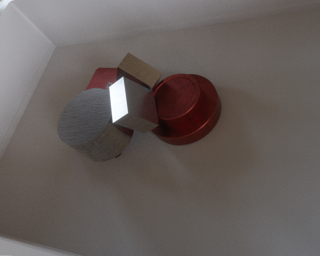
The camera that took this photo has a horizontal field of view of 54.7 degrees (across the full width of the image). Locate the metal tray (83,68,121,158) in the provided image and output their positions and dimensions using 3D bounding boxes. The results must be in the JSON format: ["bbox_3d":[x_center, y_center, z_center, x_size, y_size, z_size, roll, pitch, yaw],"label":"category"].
[{"bbox_3d":[-0.077,-0.027,0.453,0.090,0.030,0.130,8,66,31],"label":"metal tray"}]

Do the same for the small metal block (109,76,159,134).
[{"bbox_3d":[-0.031,-0.026,0.368,0.025,0.050,0.050,-30,56,33],"label":"small metal block"}]

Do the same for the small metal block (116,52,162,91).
[{"bbox_3d":[-0.029,-0.065,0.409,0.050,0.050,0.025,31,70,0],"label":"small metal block"}]

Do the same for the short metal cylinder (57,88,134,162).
[{"bbox_3d":[-0.080,-0.003,0.392,0.080,0.050,0.080,-13,56,20],"label":"short metal cylinder"}]

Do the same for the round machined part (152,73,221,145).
[{"bbox_3d":[0.025,-0.031,0.397,0.098,0.042,0.098,-13,56,20],"label":"round machined part"}]
